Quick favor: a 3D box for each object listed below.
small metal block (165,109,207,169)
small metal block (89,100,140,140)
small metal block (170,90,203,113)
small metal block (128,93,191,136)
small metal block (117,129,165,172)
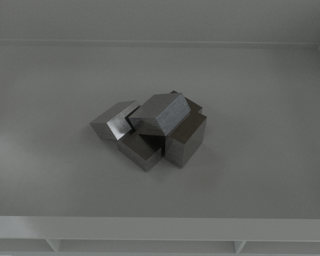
[{"bbox_3d":[0.031,0.013,0.376,0.025,0.050,0.050,29,56,21],"label":"small metal block"},{"bbox_3d":[-0.054,-0.010,0.395,0.050,0.025,0.050,-41,23,-28],"label":"small metal block"},{"bbox_3d":[0.021,-0.018,0.418,0.050,0.025,0.050,35,58,25],"label":"small metal block"},{"bbox_3d":[-0.001,-0.017,0.369,0.050,0.025,0.050,3,40,48],"label":"small metal block"},{"bbox_3d":[-0.018,0.019,0.387,0.050,0.025,0.050,35,58,25],"label":"small metal block"}]
